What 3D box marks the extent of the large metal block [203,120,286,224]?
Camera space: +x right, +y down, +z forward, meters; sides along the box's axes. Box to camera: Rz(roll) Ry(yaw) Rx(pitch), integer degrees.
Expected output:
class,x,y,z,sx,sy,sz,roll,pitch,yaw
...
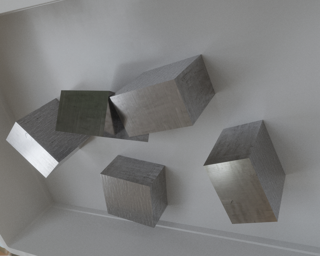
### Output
class,x,y,z,sx,sy,sz,roll,pitch,yaw
large metal block,0.099,0.049,0.351,0.050,0.080,0.080,-16,110,34

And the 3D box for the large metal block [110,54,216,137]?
class,x,y,z,sx,sy,sz,roll,pitch,yaw
large metal block,0.006,-0.037,0.347,0.080,0.080,0.050,-11,113,32

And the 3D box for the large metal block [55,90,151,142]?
class,x,y,z,sx,sy,sz,roll,pitch,yaw
large metal block,-0.067,-0.014,0.385,0.080,0.080,0.050,5,87,35

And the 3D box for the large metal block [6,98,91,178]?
class,x,y,z,sx,sy,sz,roll,pitch,yaw
large metal block,-0.165,0.013,0.468,0.080,0.080,0.050,45,129,-3

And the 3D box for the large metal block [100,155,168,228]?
class,x,y,z,sx,sy,sz,roll,pitch,yaw
large metal block,-0.037,0.095,0.471,0.080,0.050,0.079,10,123,23
